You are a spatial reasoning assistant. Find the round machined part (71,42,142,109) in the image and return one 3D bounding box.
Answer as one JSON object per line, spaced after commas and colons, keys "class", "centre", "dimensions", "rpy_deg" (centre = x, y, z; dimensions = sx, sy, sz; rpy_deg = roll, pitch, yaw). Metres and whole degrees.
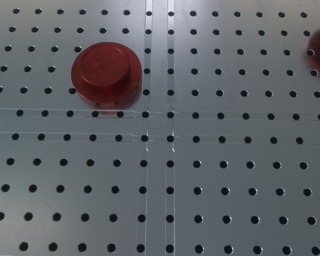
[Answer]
{"class": "round machined part", "centre": [-0.075, -0.080, 0.431], "dimensions": [0.099, 0.042, 0.098], "rpy_deg": [0, 70, 0]}
